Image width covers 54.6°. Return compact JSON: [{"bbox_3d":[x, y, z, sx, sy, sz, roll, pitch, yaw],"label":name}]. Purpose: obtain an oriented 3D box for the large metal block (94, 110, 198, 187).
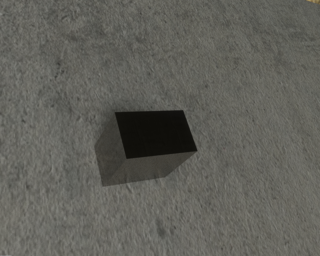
[{"bbox_3d":[-0.019,0.023,0.344,0.081,0.080,0.050,-3,64,-30],"label":"large metal block"}]
